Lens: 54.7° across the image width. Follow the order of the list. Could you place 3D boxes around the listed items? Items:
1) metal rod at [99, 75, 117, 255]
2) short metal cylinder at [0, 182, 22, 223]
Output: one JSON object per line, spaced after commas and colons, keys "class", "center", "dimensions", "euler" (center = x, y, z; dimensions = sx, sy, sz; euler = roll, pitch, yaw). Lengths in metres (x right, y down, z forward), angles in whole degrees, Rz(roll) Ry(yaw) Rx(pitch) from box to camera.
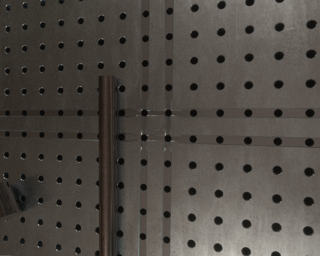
{"class": "metal rod", "center": [-0.073, 0.077, 0.437], "dimensions": [0.025, 0.025, 0.298], "euler": [0, 90, 19]}
{"class": "short metal cylinder", "center": [-0.262, 0.122, 0.474], "dimensions": [0.080, 0.080, 0.050], "euler": [-28, 81, 17]}
